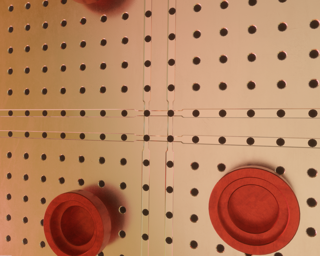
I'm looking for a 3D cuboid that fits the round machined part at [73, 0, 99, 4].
[{"bbox_3d":[-0.099,-0.224,0.439,0.098,0.042,0.097,0,90,20],"label":"round machined part"}]

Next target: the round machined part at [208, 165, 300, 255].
[{"bbox_3d":[0.110,0.093,0.365,0.098,0.042,0.097,0,90,20],"label":"round machined part"}]

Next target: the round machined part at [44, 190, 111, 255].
[{"bbox_3d":[-0.113,0.137,0.444,0.098,0.042,0.097,0,90,20],"label":"round machined part"}]
